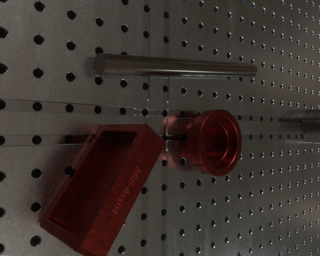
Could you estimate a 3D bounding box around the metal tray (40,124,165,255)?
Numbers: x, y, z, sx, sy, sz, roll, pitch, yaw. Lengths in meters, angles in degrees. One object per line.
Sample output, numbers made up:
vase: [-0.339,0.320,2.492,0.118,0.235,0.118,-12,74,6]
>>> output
metal tray: [-0.059,0.057,0.318,0.030,0.090,0.130,43,64,-32]

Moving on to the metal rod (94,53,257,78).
metal rod: [0.046,-0.087,0.449,0.302,0.025,0.025,-7,95,-40]

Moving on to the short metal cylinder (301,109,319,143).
short metal cylinder: [0.365,-0.004,0.704,0.081,0.050,0.079,0,90,-40]

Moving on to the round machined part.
round machined part: [0.076,0.022,0.465,0.099,0.042,0.097,0,90,-40]
